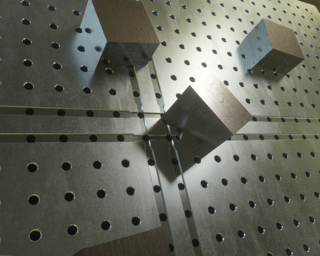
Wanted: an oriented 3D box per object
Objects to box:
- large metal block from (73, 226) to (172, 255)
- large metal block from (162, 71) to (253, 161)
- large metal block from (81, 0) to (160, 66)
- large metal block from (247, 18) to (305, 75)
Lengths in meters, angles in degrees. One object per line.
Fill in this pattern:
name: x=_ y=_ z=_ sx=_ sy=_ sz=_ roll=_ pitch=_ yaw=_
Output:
large metal block: x=-0.030 y=0.146 z=0.288 sx=0.081 sy=0.050 sz=0.080 roll=-5 pitch=64 yaw=-31
large metal block: x=0.061 y=-0.014 z=0.416 sx=0.050 sy=0.080 sz=0.080 roll=-35 pitch=82 yaw=-38
large metal block: x=-0.058 y=-0.137 z=0.446 sx=0.081 sy=0.050 sz=0.080 roll=-9 pitch=66 yaw=-32
large metal block: x=0.228 y=-0.161 z=0.617 sx=0.081 sy=0.050 sz=0.080 roll=10 pitch=57 yaw=-23
